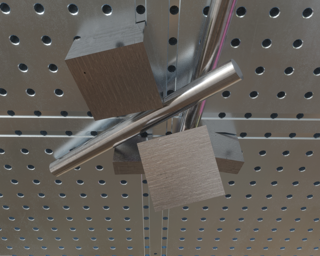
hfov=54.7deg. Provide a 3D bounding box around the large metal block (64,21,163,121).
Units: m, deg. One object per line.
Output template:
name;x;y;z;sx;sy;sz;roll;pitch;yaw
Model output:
large metal block;-0.045;-0.061;0.343;0.080;0.050;0.080;-11;130;9

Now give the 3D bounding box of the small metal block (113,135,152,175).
small metal block;-0.036;0.036;0.426;0.050;0.050;0.025;-1;130;1

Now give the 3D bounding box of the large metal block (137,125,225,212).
large metal block;0.025;0.046;0.370;0.080;0.050;0.080;-15;88;4

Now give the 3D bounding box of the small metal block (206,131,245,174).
small metal block;0.082;0.033;0.424;0.050;0.050;0.025;10;130;-8

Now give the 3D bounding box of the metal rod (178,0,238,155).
metal rod;0.043;-0.026;0.389;0.025;0.025;0.298;7;130;-6

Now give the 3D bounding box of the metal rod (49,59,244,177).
metal rod;-0.037;0.000;0.391;0.300;0.025;0.025;-27;125;28
